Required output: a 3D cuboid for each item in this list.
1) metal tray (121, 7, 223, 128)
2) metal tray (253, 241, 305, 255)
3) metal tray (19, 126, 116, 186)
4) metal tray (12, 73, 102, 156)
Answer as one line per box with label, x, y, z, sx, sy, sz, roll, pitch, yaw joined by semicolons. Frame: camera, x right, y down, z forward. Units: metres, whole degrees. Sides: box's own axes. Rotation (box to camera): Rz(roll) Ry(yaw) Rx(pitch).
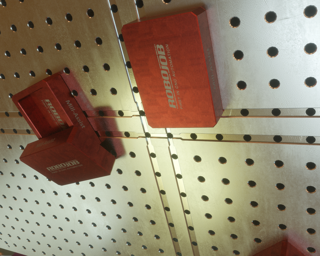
metal tray;0.016;-0.063;0.359;0.090;0.030;0.129;-1;118;28
metal tray;0.197;0.230;0.447;0.130;0.030;0.089;39;129;1
metal tray;-0.147;0.049;0.493;0.130;0.030;0.090;-17;132;34
metal tray;-0.161;-0.010;0.483;0.090;0.030;0.130;-16;110;34
